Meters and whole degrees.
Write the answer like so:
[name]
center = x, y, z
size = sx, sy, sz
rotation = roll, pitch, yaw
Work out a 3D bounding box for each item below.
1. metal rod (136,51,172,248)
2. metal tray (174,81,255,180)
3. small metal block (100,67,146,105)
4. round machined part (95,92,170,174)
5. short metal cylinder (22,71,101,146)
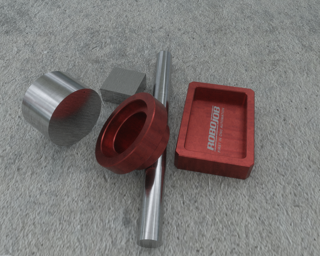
[metal rod]
center = -0.002, 0.000, 0.403
size = 0.025, 0.025, 0.300
rotation = 3, 50, 2
[metal tray]
center = 0.073, -0.002, 0.402
size = 0.090, 0.030, 0.130
rotation = 9, 50, 7
[small metal block]
center = -0.052, -0.060, 0.453
size = 0.050, 0.025, 0.050
rotation = 14, 51, 11
[round machined part]
center = -0.027, 0.010, 0.362
size = 0.098, 0.042, 0.098
rotation = -31, 39, 30
[short metal cylinder]
center = -0.121, -0.024, 0.387
size = 0.050, 0.080, 0.080
rotation = 32, 57, 24
